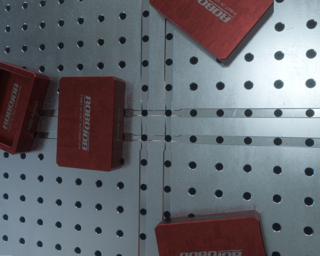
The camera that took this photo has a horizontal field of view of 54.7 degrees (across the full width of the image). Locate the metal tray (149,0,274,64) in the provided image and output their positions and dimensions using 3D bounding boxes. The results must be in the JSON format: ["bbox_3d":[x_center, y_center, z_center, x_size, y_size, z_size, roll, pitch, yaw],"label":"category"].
[{"bbox_3d":[0.062,-0.154,0.388,0.130,0.030,0.090,43,103,14],"label":"metal tray"}]

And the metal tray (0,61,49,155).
[{"bbox_3d":[-0.237,-0.033,0.491,0.090,0.030,0.129,19,96,18],"label":"metal tray"}]

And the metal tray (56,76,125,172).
[{"bbox_3d":[-0.100,-0.007,0.444,0.090,0.030,0.129,3,91,19],"label":"metal tray"}]

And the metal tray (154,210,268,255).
[{"bbox_3d":[0.065,0.157,0.387,0.130,0.030,0.089,-11,86,19],"label":"metal tray"}]
